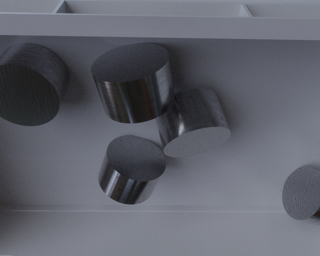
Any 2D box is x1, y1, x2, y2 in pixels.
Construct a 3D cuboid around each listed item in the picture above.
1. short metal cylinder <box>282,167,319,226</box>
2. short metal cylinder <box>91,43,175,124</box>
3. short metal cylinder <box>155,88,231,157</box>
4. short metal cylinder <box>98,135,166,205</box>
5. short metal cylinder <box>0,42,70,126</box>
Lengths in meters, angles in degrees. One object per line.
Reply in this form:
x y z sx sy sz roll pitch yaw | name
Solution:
0.232 0.103 0.465 0.050 0.080 0.079 20 127 -16 | short metal cylinder
-0.027 -0.049 0.331 0.080 0.080 0.050 -7 130 5 | short metal cylinder
0.037 -0.004 0.370 0.081 0.050 0.080 -12 155 -6 | short metal cylinder
-0.038 0.056 0.420 0.081 0.080 0.050 15 128 -13 | short metal cylinder
-0.148 -0.048 0.349 0.081 0.050 0.079 0 130 0 | short metal cylinder
